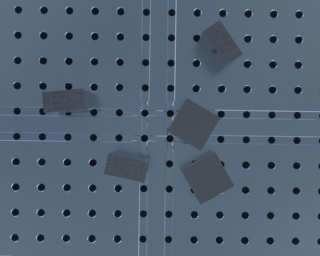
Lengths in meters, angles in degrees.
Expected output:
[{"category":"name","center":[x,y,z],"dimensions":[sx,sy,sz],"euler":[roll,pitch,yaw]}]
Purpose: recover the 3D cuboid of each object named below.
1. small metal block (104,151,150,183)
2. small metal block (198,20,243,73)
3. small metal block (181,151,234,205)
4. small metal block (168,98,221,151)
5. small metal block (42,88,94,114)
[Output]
[{"category":"small metal block","center":[-0.041,0.049,0.401],"dimensions":[0.050,0.050,0.025],"euler":[13,90,0]},{"category":"small metal block","center":[0.076,-0.104,0.401],"dimensions":[0.025,0.050,0.050],"euler":[-34,90,0]},{"category":"small metal block","center":[0.062,0.066,0.414],"dimensions":[0.050,0.025,0.050],"euler":[-29,90,0]},{"category":"small metal block","center":[0.044,-0.005,0.414],"dimensions":[0.050,0.025,0.050],"euler":[31,90,0]},{"category":"small metal block","center":[-0.117,-0.033,0.400],"dimensions":[0.050,0.050,0.025],"euler":[-5,90,0]}]
